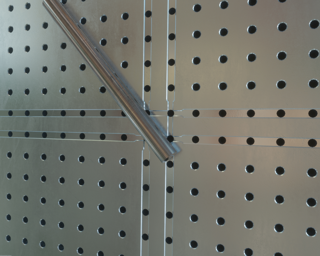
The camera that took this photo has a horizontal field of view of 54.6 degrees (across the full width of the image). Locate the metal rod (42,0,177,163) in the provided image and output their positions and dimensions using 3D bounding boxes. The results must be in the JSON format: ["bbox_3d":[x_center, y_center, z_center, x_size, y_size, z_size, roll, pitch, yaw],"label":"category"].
[{"bbox_3d":[-0.077,-0.077,0.440,0.025,0.025,0.300,-41,77,15],"label":"metal rod"}]
